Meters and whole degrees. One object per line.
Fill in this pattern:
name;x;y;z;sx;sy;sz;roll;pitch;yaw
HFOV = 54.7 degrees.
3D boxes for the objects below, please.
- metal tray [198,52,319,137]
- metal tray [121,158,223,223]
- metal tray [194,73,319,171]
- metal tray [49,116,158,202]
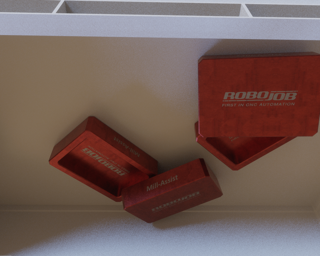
metal tray;0.109;-0.037;0.349;0.131;0.030;0.089;-1;110;6
metal tray;0.020;0.098;0.464;0.130;0.030;0.090;-24;144;11
metal tray;0.122;-0.005;0.403;0.130;0.030;0.090;-37;122;26
metal tray;-0.078;0.050;0.447;0.090;0.030;0.130;-36;122;26
